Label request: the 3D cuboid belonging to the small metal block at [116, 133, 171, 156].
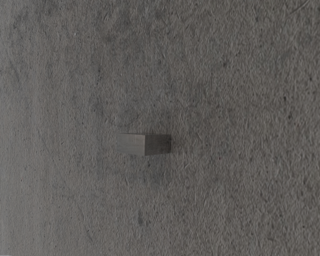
[{"bbox_3d":[-0.021,0.020,0.407,0.050,0.050,0.025,3,92,40],"label":"small metal block"}]
